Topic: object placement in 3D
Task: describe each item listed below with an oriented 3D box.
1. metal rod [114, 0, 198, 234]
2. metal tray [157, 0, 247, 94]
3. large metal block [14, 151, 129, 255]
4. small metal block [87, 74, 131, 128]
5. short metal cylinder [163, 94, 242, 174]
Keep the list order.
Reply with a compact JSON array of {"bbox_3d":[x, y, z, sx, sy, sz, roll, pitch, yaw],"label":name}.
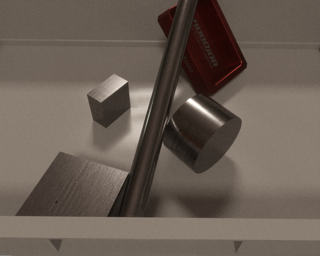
[{"bbox_3d":[0.003,-0.036,0.353,0.025,0.025,0.299,11,69,9],"label":"metal rod"},{"bbox_3d":[0.065,-0.123,0.450,0.090,0.130,0.030,-38,17,-27],"label":"metal tray"},{"bbox_3d":[-0.084,0.080,0.320,0.080,0.050,0.080,15,52,12],"label":"large metal block"},{"bbox_3d":[-0.067,-0.036,0.418,0.025,0.050,0.050,31,56,23],"label":"small metal block"},{"bbox_3d":[0.050,0.007,0.364,0.080,0.080,0.050,-35,59,-26],"label":"short metal cylinder"}]
